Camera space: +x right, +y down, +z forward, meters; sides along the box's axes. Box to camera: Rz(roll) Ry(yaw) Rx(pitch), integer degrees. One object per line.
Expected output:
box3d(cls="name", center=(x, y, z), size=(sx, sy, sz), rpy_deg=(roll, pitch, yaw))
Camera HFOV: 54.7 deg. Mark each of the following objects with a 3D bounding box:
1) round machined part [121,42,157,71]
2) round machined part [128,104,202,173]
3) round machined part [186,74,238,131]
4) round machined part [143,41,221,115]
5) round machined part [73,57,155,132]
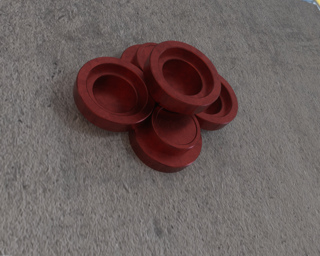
box3d(cls="round machined part", center=(-0.009, -0.082, 0.441), size=(0.099, 0.042, 0.098), rpy_deg=(14, 56, -21))
box3d(cls="round machined part", center=(0.013, 0.005, 0.400), size=(0.099, 0.042, 0.098), rpy_deg=(14, 56, -21))
box3d(cls="round machined part", center=(0.061, -0.038, 0.453), size=(0.099, 0.042, 0.098), rpy_deg=(14, 56, -21))
box3d(cls="round machined part", center=(0.024, -0.058, 0.390), size=(0.099, 0.042, 0.098), rpy_deg=(14, 56, -21))
box3d(cls="round machined part", center=(-0.059, -0.037, 0.386), size=(0.099, 0.042, 0.098), rpy_deg=(14, 56, -21))
